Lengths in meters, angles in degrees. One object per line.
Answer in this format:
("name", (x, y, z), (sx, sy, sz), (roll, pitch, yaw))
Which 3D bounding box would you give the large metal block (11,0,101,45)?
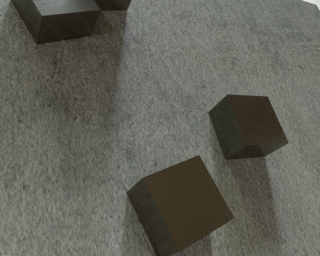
("large metal block", (-0.140, -0.165, 0.414), (0.081, 0.050, 0.080), (-23, 75, -37))

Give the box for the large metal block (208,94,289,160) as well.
("large metal block", (0.130, -0.001, 0.461), (0.081, 0.050, 0.080), (-1, 62, -29))

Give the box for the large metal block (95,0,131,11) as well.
("large metal block", (-0.080, -0.225, 0.464), (0.081, 0.080, 0.050), (-17, 71, -35))

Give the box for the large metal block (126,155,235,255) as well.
("large metal block", (0.022, 0.087, 0.348), (0.081, 0.050, 0.080), (-17, 71, -35))
